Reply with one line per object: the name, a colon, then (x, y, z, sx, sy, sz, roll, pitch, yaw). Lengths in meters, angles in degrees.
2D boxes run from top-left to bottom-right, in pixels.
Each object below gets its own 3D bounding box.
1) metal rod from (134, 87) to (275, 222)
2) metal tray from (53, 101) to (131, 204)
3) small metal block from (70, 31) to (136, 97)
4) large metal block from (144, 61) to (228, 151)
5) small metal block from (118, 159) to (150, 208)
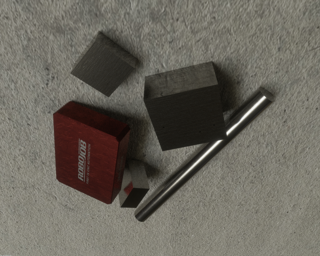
metal rod: (0.048, 0.055, 0.454, 0.025, 0.025, 0.298, 26, 125, -21)
metal tray: (-0.093, 0.037, 0.412, 0.090, 0.030, 0.129, 22, 130, 10)
small metal block: (-0.063, -0.070, 0.347, 0.050, 0.025, 0.050, 33, 123, -25)
large metal block: (0.031, -0.024, 0.371, 0.080, 0.050, 0.080, -12, 129, 9)
small metal block: (-0.041, 0.083, 0.458, 0.025, 0.050, 0.050, 10, 131, -27)
